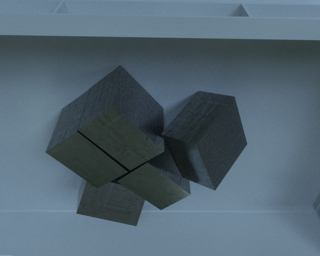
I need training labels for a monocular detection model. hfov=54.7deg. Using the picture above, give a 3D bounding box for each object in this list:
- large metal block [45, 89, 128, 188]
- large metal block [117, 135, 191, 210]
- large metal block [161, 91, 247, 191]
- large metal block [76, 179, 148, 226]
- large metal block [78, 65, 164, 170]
[{"bbox_3d":[-0.082,0.013,0.382,0.050,0.080,0.080,-30,124,23],"label":"large metal block"},{"bbox_3d":[-0.007,0.048,0.411,0.050,0.080,0.080,-34,123,25],"label":"large metal block"},{"bbox_3d":[0.057,0.014,0.375,0.050,0.080,0.080,16,144,41],"label":"large metal block"},{"bbox_3d":[-0.070,0.091,0.439,0.081,0.080,0.050,17,93,-15],"label":"large metal block"},{"bbox_3d":[-0.040,-0.012,0.360,0.050,0.080,0.080,-31,124,23],"label":"large metal block"}]
